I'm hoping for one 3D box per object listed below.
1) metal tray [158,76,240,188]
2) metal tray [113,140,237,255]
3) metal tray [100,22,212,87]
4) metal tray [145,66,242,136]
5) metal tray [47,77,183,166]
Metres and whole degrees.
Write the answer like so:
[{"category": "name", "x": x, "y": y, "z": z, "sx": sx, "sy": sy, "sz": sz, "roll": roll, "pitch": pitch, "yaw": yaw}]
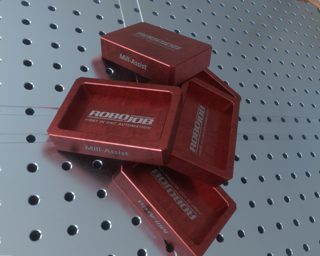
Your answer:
[{"category": "metal tray", "x": 0.052, "y": 0.000, "z": 0.396, "sx": 0.090, "sy": 0.030, "sz": 0.130, "roll": 26, "pitch": 52, "yaw": -13}, {"category": "metal tray", "x": 0.020, "y": 0.077, "z": 0.370, "sx": 0.130, "sy": 0.030, "sz": 0.091, "roll": 48, "pitch": 51, "yaw": 5}, {"category": "metal tray", "x": -0.006, "y": -0.106, "z": 0.429, "sx": 0.130, "sy": 0.030, "sz": 0.091, "roll": 29, "pitch": 44, "yaw": 29}, {"category": "metal tray", "x": 0.052, "y": -0.055, "z": 0.468, "sx": 0.130, "sy": 0.030, "sz": 0.090, "roll": 40, "pitch": 51, "yaw": -2}, {"category": "metal tray", "x": -0.046, "y": -0.011, "z": 0.349, "sx": 0.131, "sy": 0.030, "sz": 0.090, "roll": 7, "pitch": 53, "yaw": 11}]
